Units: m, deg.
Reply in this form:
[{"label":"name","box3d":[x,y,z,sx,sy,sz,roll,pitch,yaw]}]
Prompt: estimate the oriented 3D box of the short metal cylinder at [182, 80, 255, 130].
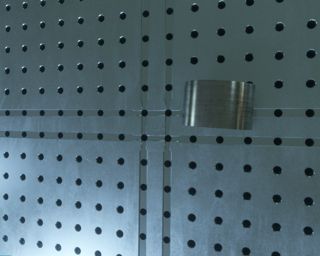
[{"label":"short metal cylinder","box3d":[0.067,-0.025,0.359,0.080,0.080,0.050,5,92,19]}]
